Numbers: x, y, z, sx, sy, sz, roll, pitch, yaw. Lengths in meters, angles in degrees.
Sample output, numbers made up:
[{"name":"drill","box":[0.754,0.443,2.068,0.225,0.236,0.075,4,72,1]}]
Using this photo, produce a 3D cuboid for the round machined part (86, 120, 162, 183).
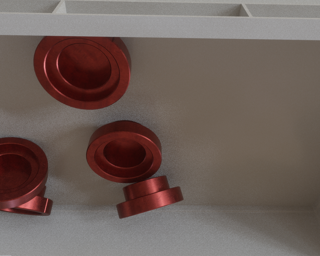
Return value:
[{"name":"round machined part","box":[-0.047,0.028,0.421,0.099,0.042,0.097,-1,130,0]}]

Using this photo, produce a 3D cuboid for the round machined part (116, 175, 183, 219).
[{"name":"round machined part","box":[-0.018,0.101,0.462,0.099,0.042,0.098,-16,167,-3]}]

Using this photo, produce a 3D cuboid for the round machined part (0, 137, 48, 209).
[{"name":"round machined part","box":[-0.202,0.063,0.413,0.099,0.098,0.042,11,138,-10]}]

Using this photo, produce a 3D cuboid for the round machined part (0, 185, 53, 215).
[{"name":"round machined part","box":[-0.211,0.103,0.466,0.099,0.042,0.098,5,157,2]}]

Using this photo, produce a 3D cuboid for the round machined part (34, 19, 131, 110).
[{"name":"round machined part","box":[-0.080,-0.071,0.336,0.099,0.042,0.097,-1,130,0]}]
